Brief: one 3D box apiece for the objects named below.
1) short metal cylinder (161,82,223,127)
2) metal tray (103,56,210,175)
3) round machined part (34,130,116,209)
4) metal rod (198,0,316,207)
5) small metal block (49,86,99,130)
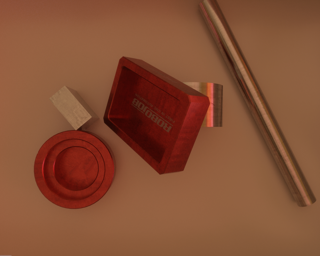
[{"bbox_3d":[0.037,-0.026,0.384,0.081,0.080,0.050,0,90,-1],"label":"short metal cylinder"},{"bbox_3d":[-0.012,-0.019,0.355,0.030,0.130,0.089,0,117,-42],"label":"metal tray"},{"bbox_3d":[-0.106,0.051,0.402,0.099,0.042,0.097,0,90,-1],"label":"round machined part"},{"bbox_3d":[0.129,-0.034,0.413,0.025,0.025,0.299,-27,90,0],"label":"metal rod"},{"bbox_3d":[-0.108,-0.024,0.397,0.025,0.050,0.050,-40,90,0],"label":"small metal block"}]
